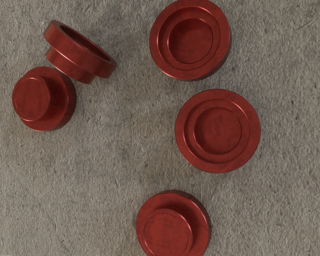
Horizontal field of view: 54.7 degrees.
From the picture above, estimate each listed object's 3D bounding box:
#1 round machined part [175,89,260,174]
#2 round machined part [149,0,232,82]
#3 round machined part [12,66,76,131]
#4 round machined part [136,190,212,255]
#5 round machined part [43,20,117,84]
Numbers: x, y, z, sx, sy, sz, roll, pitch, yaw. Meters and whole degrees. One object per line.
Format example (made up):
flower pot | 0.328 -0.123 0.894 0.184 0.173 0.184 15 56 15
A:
round machined part | 0.071 0.004 0.375 0.098 0.042 0.097 0 90 20
round machined part | 0.040 -0.106 0.386 0.098 0.042 0.097 0 90 20
round machined part | -0.179 -0.044 0.463 0.098 0.042 0.097 0 90 20
round machined part | 0.013 0.131 0.395 0.098 0.042 0.097 0 90 20
round machined part | -0.109 -0.095 0.409 0.098 0.098 0.042 41 103 15
